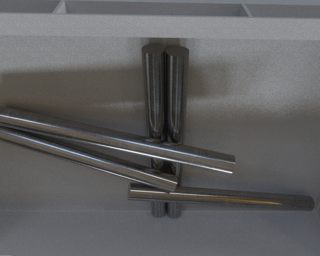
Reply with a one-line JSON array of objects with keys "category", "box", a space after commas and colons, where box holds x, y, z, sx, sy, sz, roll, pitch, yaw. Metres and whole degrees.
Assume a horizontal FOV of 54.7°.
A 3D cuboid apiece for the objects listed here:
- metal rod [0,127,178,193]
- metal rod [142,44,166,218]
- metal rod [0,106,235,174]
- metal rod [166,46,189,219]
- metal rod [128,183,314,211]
[{"category": "metal rod", "box": [-0.121, 0.033, 0.417, 0.302, 0.025, 0.025, 18, 128, -9]}, {"category": "metal rod", "box": [-0.005, 0.028, 0.429, 0.025, 0.025, 0.298, -1, 130, 0]}, {"category": "metal rod", "box": [-0.055, 0.016, 0.394, 0.302, 0.025, 0.025, 12, 129, -2]}, {"category": "metal rod", "box": [0.021, 0.030, 0.431, 0.025, 0.025, 0.298, -1, 130, 0]}, {"category": "metal rod", "box": [0.102, 0.108, 0.478, 0.302, 0.025, 0.025, 7, 130, -14]}]
